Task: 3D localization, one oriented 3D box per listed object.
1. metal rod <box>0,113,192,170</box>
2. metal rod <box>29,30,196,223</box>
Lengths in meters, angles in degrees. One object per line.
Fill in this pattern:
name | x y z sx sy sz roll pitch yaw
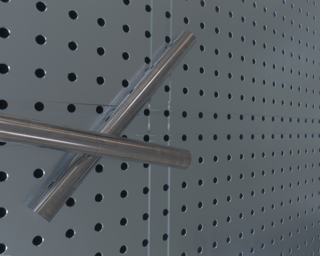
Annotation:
metal rod | -0.095 0.010 0.304 0.302 0.025 0.025 13 82 -31
metal rod | -0.040 -0.021 0.375 0.025 0.025 0.301 52 60 -28
